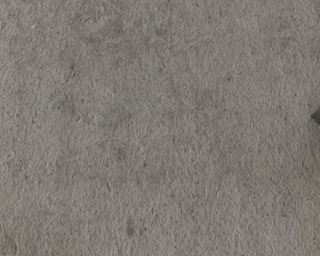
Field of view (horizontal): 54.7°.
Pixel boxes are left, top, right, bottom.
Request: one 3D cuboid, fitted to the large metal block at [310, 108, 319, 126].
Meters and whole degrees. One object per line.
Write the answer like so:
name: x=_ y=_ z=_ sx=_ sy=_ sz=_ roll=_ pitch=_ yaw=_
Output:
large metal block: x=0.264 y=-0.019 z=0.403 sx=0.080 sy=0.050 sz=0.080 roll=-36 pitch=74 yaw=-12
